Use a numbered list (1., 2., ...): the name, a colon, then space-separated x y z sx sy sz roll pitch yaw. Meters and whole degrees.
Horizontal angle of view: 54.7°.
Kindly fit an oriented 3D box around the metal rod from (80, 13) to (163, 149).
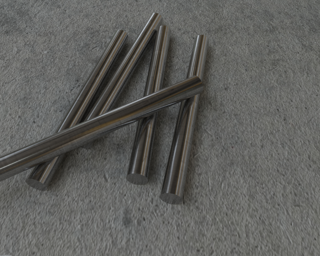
1. metal rod: -0.052 -0.091 0.479 0.025 0.025 0.300 14 51 11

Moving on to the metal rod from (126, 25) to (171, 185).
1. metal rod: -0.010 -0.056 0.449 0.025 0.025 0.300 5 50 4

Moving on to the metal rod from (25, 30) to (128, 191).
1. metal rod: -0.103 -0.048 0.442 0.025 0.025 0.300 11 51 9

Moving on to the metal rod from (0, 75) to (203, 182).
1. metal rod: -0.078 0.001 0.367 0.302 0.025 0.025 -25 55 -20

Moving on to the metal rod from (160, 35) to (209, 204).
1. metal rod: 0.042 -0.035 0.432 0.025 0.025 0.300 9 50 7
